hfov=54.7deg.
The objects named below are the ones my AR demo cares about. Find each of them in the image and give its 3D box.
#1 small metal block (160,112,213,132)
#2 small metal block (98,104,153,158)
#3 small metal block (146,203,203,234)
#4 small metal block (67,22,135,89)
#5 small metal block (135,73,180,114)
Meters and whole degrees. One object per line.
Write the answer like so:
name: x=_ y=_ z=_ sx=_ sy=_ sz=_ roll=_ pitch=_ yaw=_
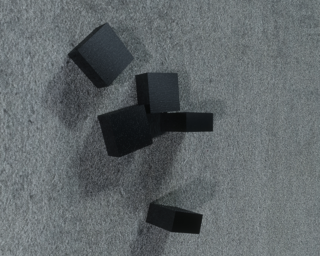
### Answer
small metal block: x=0.036 y=-0.008 z=0.418 sx=0.050 sy=0.050 sz=0.025 roll=0 pitch=91 yaw=-40
small metal block: x=-0.040 y=0.002 z=0.370 sx=0.050 sy=0.025 sz=0.050 roll=-21 pitch=103 yaw=-38
small metal block: x=0.019 y=0.118 z=0.404 sx=0.050 sy=0.050 sz=0.025 roll=20 pitch=78 yaw=-38
small metal block: x=-0.065 y=-0.081 z=0.349 sx=0.050 sy=0.025 sz=0.050 roll=51 pitch=60 yaw=-28
small metal block: x=-0.002 y=-0.045 z=0.402 sx=0.050 sy=0.025 sz=0.050 roll=-8 pitch=95 yaw=-40
